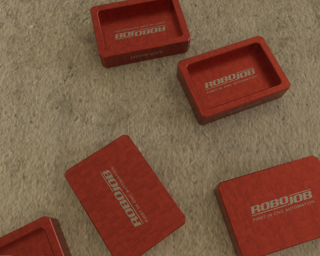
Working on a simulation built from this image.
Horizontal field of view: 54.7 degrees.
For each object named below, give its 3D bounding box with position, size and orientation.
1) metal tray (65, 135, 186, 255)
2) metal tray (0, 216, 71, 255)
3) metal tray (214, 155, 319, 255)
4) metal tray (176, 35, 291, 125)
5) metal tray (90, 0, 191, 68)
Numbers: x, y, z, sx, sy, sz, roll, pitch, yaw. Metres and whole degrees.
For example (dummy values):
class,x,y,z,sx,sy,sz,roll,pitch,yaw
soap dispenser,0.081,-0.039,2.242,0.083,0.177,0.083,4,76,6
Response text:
class,x,y,z,sx,sy,sz,roll,pitch,yaw
metal tray,-0.042,0.084,0.374,0.090,0.030,0.130,-33,74,-12
metal tray,-0.165,0.168,0.342,0.131,0.030,0.090,-25,72,-9
metal tray,0.142,0.094,0.373,0.131,0.030,0.090,-15,71,-6
metal tray,0.099,-0.068,0.431,0.131,0.030,0.090,-19,71,-8
metal tray,-0.029,-0.146,0.458,0.131,0.030,0.090,-13,71,-5
